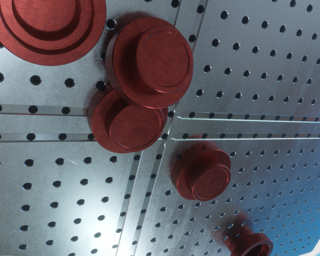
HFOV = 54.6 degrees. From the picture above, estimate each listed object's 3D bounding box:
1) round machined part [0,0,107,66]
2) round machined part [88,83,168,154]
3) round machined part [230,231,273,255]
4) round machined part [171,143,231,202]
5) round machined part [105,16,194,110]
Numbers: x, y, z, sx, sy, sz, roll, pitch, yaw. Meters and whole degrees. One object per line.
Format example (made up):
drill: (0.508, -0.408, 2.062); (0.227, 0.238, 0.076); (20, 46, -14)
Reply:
round machined part: (-0.102, -0.109, 0.277); (0.099, 0.042, 0.097); (-14, 124, -21)
round machined part: (-0.034, -0.010, 0.375); (0.099, 0.042, 0.097); (-14, 124, -21)
round machined part: (0.189, 0.260, 0.663); (0.099, 0.042, 0.097); (-14, 124, -21)
round machined part: (0.071, 0.075, 0.484); (0.099, 0.042, 0.097); (-14, 124, -21)
round machined part: (-0.004, -0.069, 0.329); (0.099, 0.042, 0.097); (0, 91, -30)
